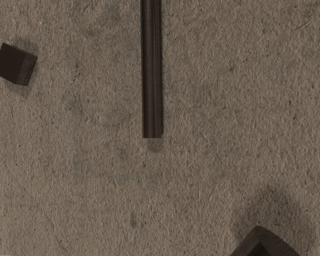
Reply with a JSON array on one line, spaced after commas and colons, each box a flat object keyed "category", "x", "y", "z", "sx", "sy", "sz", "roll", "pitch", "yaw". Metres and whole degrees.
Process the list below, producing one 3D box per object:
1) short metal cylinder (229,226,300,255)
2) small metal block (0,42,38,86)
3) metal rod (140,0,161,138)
[{"category": "short metal cylinder", "x": 0.120, "y": 0.155, "z": 0.337, "sx": 0.080, "sy": 0.080, "sz": 0.050, "roll": 39, "pitch": 102, "yaw": 15}, {"category": "small metal block", "x": -0.228, "y": -0.100, "z": 0.487, "sx": 0.050, "sy": 0.025, "sz": 0.050, "roll": 26, "pitch": 98, "yaw": 17}, {"category": "metal rod", "x": -0.013, "y": -0.136, "z": 0.412, "sx": 0.025, "sy": 0.025, "sz": 0.298, "roll": -1, "pitch": 90, "yaw": 19}]
